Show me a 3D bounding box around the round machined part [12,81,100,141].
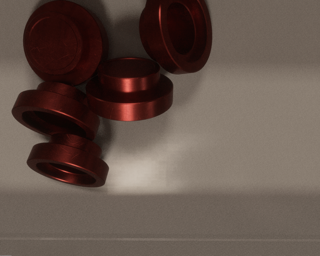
[{"bbox_3d":[-0.121,-0.021,0.374,0.099,0.098,0.042,15,66,-6],"label":"round machined part"}]

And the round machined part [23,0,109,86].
[{"bbox_3d":[-0.113,-0.095,0.355,0.098,0.042,0.097,2,103,9],"label":"round machined part"}]

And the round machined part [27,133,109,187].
[{"bbox_3d":[-0.113,0.040,0.397,0.099,0.042,0.098,10,153,5],"label":"round machined part"}]

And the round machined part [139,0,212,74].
[{"bbox_3d":[0.015,-0.108,0.343,0.042,0.099,0.097,1,116,40],"label":"round machined part"}]

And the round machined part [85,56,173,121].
[{"bbox_3d":[-0.034,-0.050,0.351,0.099,0.098,0.042,0,121,-1],"label":"round machined part"}]
